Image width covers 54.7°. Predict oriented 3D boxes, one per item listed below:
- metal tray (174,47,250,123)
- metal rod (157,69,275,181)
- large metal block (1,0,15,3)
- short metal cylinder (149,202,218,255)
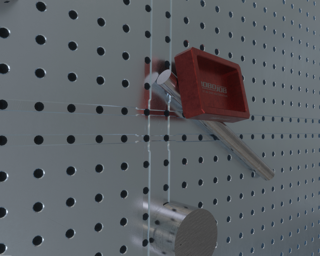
[{"bbox_3d":[0.079,-0.057,0.447,0.131,0.030,0.090,3,75,-48],"label":"metal tray"},{"bbox_3d":[0.104,0.009,0.495,0.301,0.025,0.025,38,67,-33],"label":"metal rod"},{"bbox_3d":[-0.165,-0.146,0.254,0.081,0.050,0.080,-32,110,-35],"label":"large metal block"},{"bbox_3d":[0.032,0.145,0.420,0.081,0.050,0.079,0,90,-40],"label":"short metal cylinder"}]
